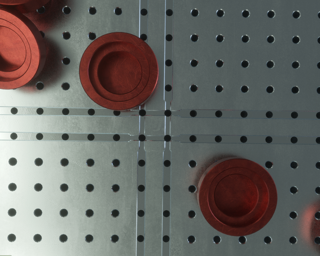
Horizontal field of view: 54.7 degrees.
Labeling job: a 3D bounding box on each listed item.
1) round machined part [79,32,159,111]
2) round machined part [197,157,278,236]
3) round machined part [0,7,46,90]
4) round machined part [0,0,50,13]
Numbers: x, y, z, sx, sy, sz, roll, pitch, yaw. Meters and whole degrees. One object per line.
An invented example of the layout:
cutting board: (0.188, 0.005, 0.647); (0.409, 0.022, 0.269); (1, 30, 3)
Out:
round machined part: (-0.051, -0.071, 0.404); (0.099, 0.042, 0.097); (0, 90, -1)
round machined part: (0.098, 0.086, 0.406); (0.099, 0.042, 0.097); (0, 90, -1)
round machined part: (-0.193, -0.101, 0.391); (0.099, 0.042, 0.097); (0, 113, 1)
round machined part: (-0.181, -0.189, 0.396); (0.099, 0.042, 0.098); (1, 78, -5)
